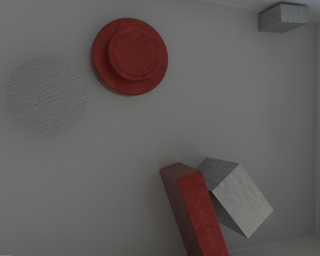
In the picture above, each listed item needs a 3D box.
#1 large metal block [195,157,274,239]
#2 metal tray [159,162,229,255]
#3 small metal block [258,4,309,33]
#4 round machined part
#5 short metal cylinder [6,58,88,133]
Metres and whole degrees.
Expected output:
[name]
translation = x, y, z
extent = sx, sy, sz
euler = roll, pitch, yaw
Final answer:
[large metal block]
translation = 0.089, 0.089, 0.416
extent = 0.050, 0.080, 0.080
euler = -41, 104, -15
[metal tray]
translation = 0.042, 0.113, 0.388
extent = 0.030, 0.090, 0.129
euler = -20, 95, -13
[small metal block]
translation = 0.185, -0.164, 0.467
extent = 0.050, 0.050, 0.025
euler = -5, 92, -20
[round machined part]
translation = -0.035, -0.090, 0.389
extent = 0.099, 0.042, 0.097
euler = 0, 90, -21
[short metal cylinder]
translation = -0.126, -0.035, 0.351
extent = 0.081, 0.050, 0.079
euler = 0, 90, -21
